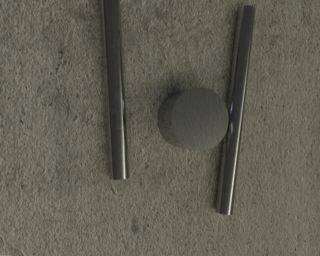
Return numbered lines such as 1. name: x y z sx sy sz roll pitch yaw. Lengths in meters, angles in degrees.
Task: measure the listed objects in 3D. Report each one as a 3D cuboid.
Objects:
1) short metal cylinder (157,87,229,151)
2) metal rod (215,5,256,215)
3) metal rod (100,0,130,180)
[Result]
1. short metal cylinder: 0.043 -0.011 0.411 0.081 0.050 0.079 0 90 -20
2. metal rod: 0.110 -0.027 0.449 0.025 0.025 0.298 8 87 -20
3. metal rod: -0.059 -0.086 0.387 0.025 0.025 0.298 -3 91 -20
